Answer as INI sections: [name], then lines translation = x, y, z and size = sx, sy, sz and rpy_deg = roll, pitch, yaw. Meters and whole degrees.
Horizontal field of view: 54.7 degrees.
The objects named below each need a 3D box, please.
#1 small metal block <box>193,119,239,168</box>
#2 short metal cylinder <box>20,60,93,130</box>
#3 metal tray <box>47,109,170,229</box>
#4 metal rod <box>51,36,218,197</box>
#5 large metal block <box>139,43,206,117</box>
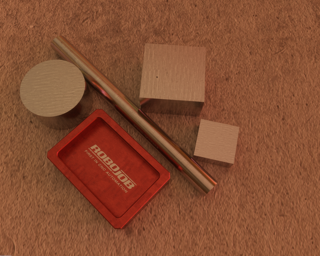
[small metal block]
translation = 0.072, 0.020, 0.403
size = 0.050, 0.025, 0.050
rpy_deg = 12, 70, 4
[short metal cylinder]
translation = -0.134, -0.043, 0.410
size = 0.081, 0.050, 0.080
rpy_deg = 0, 70, 0
[metal tray]
translation = -0.063, 0.049, 0.388
size = 0.130, 0.030, 0.090
rpy_deg = 42, 75, 13
[metal rod]
translation = -0.043, -0.024, 0.417
size = 0.025, 0.025, 0.300
rpy_deg = -43, 76, -14
[large metal block]
translation = 0.018, -0.064, 0.420
size = 0.081, 0.050, 0.080
rpy_deg = 4, 70, 1
